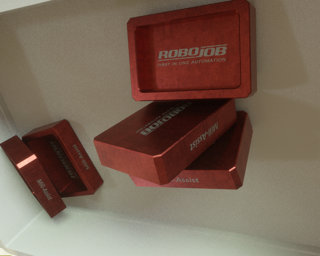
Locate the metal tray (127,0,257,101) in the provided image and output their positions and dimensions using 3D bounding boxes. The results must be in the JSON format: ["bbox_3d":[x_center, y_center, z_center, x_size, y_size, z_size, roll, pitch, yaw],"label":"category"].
[{"bbox_3d":[0.031,-0.075,0.323,0.130,0.030,0.089,1,99,27],"label":"metal tray"}]

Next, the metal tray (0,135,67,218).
[{"bbox_3d":[-0.214,0.083,0.527,0.090,0.030,0.129,28,143,42],"label":"metal tray"}]

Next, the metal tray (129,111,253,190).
[{"bbox_3d":[0.034,0.025,0.360,0.130,0.090,0.030,-4,131,30],"label":"metal tray"}]

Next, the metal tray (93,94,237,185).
[{"bbox_3d":[0.009,0.001,0.323,0.090,0.131,0.030,11,124,41],"label":"metal tray"}]

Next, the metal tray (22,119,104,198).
[{"bbox_3d":[-0.164,0.056,0.523,0.090,0.030,0.129,-14,112,33],"label":"metal tray"}]
